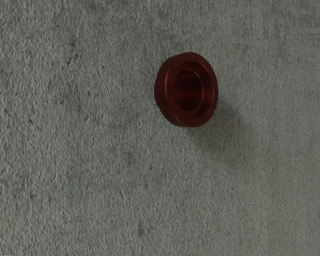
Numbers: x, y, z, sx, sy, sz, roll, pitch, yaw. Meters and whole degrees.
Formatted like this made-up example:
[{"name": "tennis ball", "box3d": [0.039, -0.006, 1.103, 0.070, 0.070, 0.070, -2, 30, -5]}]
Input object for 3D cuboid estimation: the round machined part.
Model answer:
[{"name": "round machined part", "box3d": [0.031, -0.050, 0.418, 0.099, 0.042, 0.097, 0, 90, -40]}]
